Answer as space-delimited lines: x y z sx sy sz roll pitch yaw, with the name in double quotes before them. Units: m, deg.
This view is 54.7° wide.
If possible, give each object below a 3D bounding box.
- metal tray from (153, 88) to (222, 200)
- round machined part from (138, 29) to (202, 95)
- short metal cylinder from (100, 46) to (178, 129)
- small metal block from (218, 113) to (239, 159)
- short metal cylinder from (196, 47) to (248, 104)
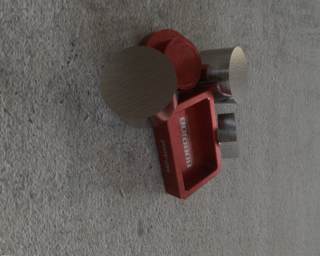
"metal tray" 0.039 0.020 0.421 0.091 0.030 0.129 -28 117 -37
"round machined part" 0.017 -0.082 0.410 0.099 0.042 0.097 0 90 -40
"short metal cylinder" -0.021 -0.043 0.344 0.050 0.080 0.080 67 35 -77
"small metal block" 0.104 0.012 0.470 0.050 0.025 0.050 64 25 -53
"short metal cylinder" 0.091 -0.075 0.452 0.080 0.050 0.079 -6 96 -57
